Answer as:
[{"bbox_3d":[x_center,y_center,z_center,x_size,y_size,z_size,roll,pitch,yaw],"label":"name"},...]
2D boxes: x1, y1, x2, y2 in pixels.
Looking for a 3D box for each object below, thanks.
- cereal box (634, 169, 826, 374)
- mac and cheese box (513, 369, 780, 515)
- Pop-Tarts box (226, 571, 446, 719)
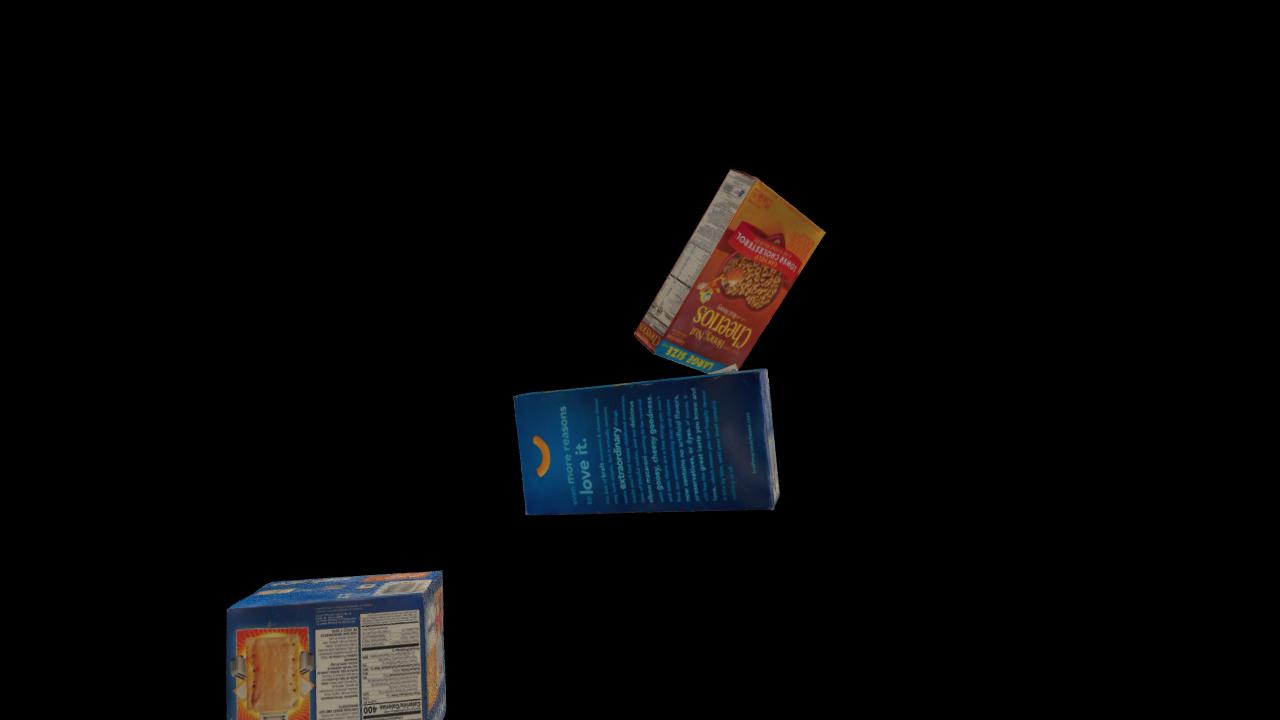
[{"bbox_3d":[0.149,-0.124,1.005,0.203,0.306,0.081,21,15,-42],"label":"cereal box"},{"bbox_3d":[0.002,0.061,0.440,0.184,0.093,0.041,-6,2,20],"label":"mac and cheese box"},{"bbox_3d":[-0.271,0.279,0.564,0.167,0.141,0.083,-3,-4,-4],"label":"Pop-Tarts box"}]
